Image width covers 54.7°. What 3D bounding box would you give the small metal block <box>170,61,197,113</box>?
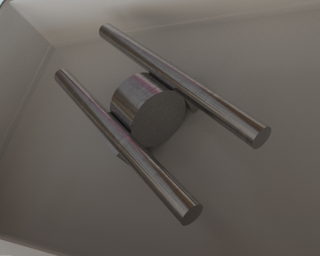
[{"bbox_3d":[0.029,-0.053,0.403,0.025,0.050,0.050,-45,51,-3],"label":"small metal block"}]

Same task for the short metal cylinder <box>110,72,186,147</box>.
[{"bbox_3d":[-0.015,-0.023,0.389,0.080,0.080,0.050,-45,51,-3],"label":"short metal cylinder"}]

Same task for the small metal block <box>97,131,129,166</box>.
[{"bbox_3d":[-0.046,0.022,0.397,0.025,0.050,0.050,-45,51,-3],"label":"small metal block"}]

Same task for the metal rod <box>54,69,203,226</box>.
[{"bbox_3d":[-0.059,0.000,0.370,0.025,0.025,0.300,-45,51,-4],"label":"metal rod"}]

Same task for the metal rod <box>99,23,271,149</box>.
[{"bbox_3d":[0.006,-0.069,0.378,0.025,0.025,0.300,-45,51,-4],"label":"metal rod"}]
